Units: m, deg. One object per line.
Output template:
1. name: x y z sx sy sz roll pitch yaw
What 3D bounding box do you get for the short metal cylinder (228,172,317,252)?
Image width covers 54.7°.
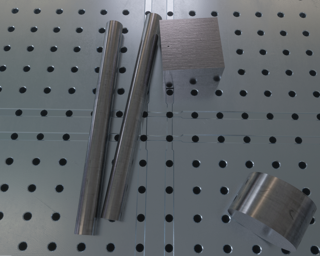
1. short metal cylinder: 0.125 0.093 0.349 0.080 0.080 0.050 33 73 11

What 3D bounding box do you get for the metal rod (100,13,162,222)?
1. metal rod: -0.034 -0.029 0.421 0.025 0.025 0.299 9 70 3

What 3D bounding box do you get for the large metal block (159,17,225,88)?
1. large metal block: 0.042 -0.105 0.437 0.081 0.050 0.080 -3 70 -2

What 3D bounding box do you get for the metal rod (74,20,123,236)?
1. metal rod: -0.079 -0.014 0.416 0.025 0.025 0.299 4 70 1
